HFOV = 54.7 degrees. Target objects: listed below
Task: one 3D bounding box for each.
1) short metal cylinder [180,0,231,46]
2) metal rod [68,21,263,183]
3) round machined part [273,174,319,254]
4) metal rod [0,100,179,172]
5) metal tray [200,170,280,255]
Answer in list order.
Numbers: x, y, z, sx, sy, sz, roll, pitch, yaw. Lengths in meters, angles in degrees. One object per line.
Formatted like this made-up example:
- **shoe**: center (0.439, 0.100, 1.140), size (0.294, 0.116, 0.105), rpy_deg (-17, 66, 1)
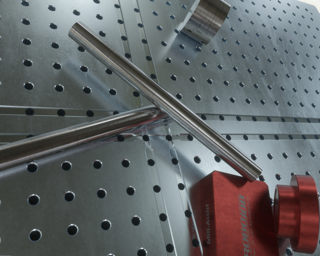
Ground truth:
- **short metal cylinder**: center (0.077, -0.190, 0.533), size (0.050, 0.080, 0.080), rpy_deg (29, 52, -11)
- **metal rod**: center (0.007, -0.034, 0.400), size (0.300, 0.025, 0.025), rpy_deg (39, 51, 0)
- **round machined part**: center (0.173, 0.109, 0.403), size (0.042, 0.098, 0.098), rpy_deg (2, 53, 15)
- **metal rod**: center (-0.093, 0.009, 0.353), size (0.302, 0.025, 0.025), rpy_deg (-18, 72, -35)
- **metal tray**: center (0.098, 0.125, 0.384), size (0.091, 0.030, 0.130), rpy_deg (15, 55, -20)
